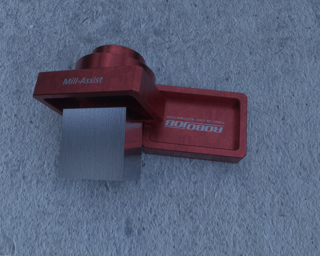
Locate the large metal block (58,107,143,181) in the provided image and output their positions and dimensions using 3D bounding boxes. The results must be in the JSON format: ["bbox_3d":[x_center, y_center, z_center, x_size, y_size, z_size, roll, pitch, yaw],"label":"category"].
[{"bbox_3d":[-0.068,0.020,0.368,0.080,0.050,0.080,0,82,18],"label":"large metal block"}]

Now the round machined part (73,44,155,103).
[{"bbox_3d":[-0.054,-0.066,0.383,0.099,0.098,0.042,6,70,2],"label":"round machined part"}]

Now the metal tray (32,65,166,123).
[{"bbox_3d":[-0.068,-0.035,0.369,0.130,0.090,0.030,0,70,19],"label":"metal tray"}]

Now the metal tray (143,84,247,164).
[{"bbox_3d":[0.046,-0.006,0.409,0.131,0.030,0.090,6,70,2],"label":"metal tray"}]

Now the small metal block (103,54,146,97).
[{"bbox_3d":[-0.049,-0.074,0.436,0.050,0.025,0.050,6,70,2],"label":"small metal block"}]
